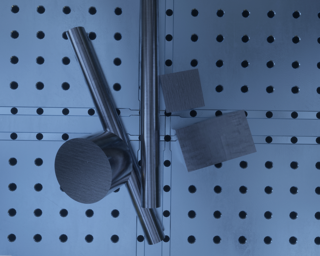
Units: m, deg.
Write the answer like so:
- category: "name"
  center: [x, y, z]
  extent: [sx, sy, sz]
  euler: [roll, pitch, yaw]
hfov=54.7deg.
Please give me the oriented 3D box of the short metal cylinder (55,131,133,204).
- category: "short metal cylinder"
  center: [-0.082, 0.047, 0.386]
  extent: [0.080, 0.050, 0.079]
  euler: [4, 100, 22]

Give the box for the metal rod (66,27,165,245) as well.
- category: "metal rod"
  center: [-0.059, 0.010, 0.412]
  extent: [0.025, 0.025, 0.299]
  euler: [-21, 90, 0]

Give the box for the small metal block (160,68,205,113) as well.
- category: "small metal block"
  center: [0.029, -0.049, 0.414]
  extent: [0.050, 0.025, 0.050]
  euler: [-10, 90, -1]

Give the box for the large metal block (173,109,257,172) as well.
- category: "large metal block"
  center: [0.063, 0.014, 0.387]
  extent: [0.080, 0.080, 0.050]
  euler: [-17, 90, 0]

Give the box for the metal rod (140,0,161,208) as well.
- category: "metal rod"
  center: [-0.013, -0.050, 0.402]
  extent: [0.025, 0.025, 0.298]
  euler: [-1, 86, -1]
